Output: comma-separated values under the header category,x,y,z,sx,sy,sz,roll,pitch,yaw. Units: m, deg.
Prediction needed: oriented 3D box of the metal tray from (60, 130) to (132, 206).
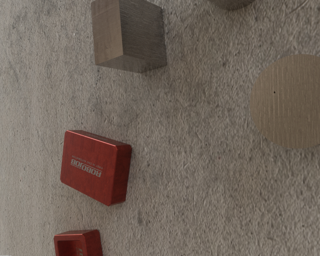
category,x,y,z,sx,sy,sz,roll,pitch,yaw
metal tray,-0.105,0.058,0.488,0.130,0.030,0.089,13,98,39

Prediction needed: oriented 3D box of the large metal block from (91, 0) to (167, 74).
category,x,y,z,sx,sy,sz,roll,pitch,yaw
large metal block,-0.038,-0.120,0.401,0.050,0.081,0.080,-8,85,40

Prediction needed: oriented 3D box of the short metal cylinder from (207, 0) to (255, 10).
category,x,y,z,sx,sy,sz,roll,pitch,yaw
short metal cylinder,0.072,-0.173,0.329,0.080,0.050,0.079,0,90,40

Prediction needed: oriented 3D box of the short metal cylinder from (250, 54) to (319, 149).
category,x,y,z,sx,sy,sz,roll,pitch,yaw
short metal cylinder,0.130,-0.022,0.281,0.080,0.050,0.079,0,90,40

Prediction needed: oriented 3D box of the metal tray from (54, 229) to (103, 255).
category,x,y,z,sx,sy,sz,roll,pitch,yaw
metal tray,-0.130,0.237,0.508,0.090,0.030,0.129,-18,79,38
